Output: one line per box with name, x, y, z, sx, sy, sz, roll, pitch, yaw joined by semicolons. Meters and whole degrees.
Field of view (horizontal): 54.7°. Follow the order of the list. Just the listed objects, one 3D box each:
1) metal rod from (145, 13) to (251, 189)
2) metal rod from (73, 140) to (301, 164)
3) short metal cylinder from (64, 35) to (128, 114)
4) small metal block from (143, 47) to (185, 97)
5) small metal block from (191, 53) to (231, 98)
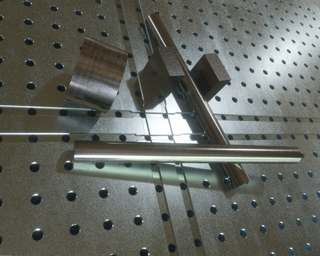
metal rod;0.050;-0.051;0.465;0.025;0.025;0.299;-14;69;-34
metal rod;0.048;0.032;0.390;0.302;0.025;0.025;3;60;-19
short metal cylinder;-0.077;-0.063;0.370;0.050;0.080;0.080;18;55;-18
small metal block;0.005;-0.080;0.444;0.025;0.050;0.050;-8;66;-32
small metal block;0.076;-0.080;0.482;0.025;0.050;0.050;-12;68;-33
